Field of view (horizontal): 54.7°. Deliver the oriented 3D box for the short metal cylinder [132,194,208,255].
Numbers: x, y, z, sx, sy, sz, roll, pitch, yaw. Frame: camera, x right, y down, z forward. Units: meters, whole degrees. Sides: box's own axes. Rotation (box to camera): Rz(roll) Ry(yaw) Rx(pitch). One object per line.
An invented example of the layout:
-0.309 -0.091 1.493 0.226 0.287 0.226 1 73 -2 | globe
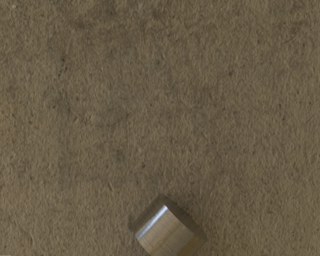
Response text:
0.012 0.128 0.383 0.080 0.080 0.050 42 90 -1 | short metal cylinder
